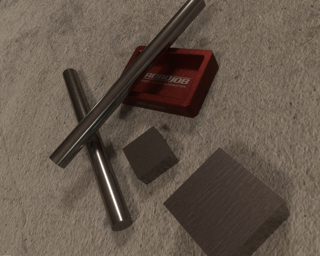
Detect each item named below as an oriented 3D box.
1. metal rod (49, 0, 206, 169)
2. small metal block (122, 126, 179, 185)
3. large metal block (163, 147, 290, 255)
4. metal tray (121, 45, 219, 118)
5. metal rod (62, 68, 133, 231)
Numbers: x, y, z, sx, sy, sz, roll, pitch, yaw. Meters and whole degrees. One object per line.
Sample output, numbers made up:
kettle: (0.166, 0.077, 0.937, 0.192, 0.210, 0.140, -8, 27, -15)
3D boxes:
metal rod: (-0.040, -0.069, 0.425, 0.025, 0.025, 0.300, 34, 80, 38)
small metal block: (-0.012, 0.034, 0.388, 0.050, 0.025, 0.050, -37, 51, 3)
large metal block: (0.065, 0.080, 0.304, 0.080, 0.050, 0.080, -45, 51, -3)
metal tray: (0.006, -0.070, 0.438, 0.130, 0.030, 0.090, 14, 68, 33)
metal rod: (-0.100, 0.009, 0.448, 0.025, 0.025, 0.300, -34, 52, 6)
